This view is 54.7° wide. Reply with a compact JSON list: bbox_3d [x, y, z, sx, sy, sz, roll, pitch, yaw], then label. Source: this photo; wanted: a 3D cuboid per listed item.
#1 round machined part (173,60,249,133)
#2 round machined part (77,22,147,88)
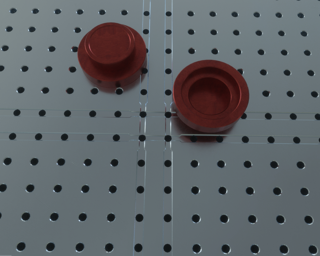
[{"bbox_3d":[0.066,-0.039,0.418,0.099,0.042,0.098,0,70,-1],"label":"round machined part"},{"bbox_3d":[-0.069,-0.110,0.442,0.099,0.042,0.098,0,70,-1],"label":"round machined part"}]
